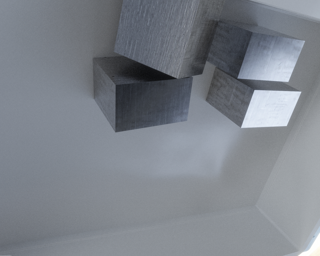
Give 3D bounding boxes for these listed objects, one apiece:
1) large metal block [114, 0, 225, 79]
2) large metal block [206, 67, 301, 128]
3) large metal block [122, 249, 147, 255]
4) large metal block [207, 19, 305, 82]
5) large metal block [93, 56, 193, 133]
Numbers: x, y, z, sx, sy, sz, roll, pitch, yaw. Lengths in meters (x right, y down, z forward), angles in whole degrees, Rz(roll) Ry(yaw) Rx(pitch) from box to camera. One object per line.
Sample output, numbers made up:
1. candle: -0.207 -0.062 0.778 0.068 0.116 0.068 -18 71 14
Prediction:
1. large metal block: 0.008 -0.103 0.306 0.050 0.080 0.079 -22 134 -54
2. large metal block: 0.122 -0.042 0.416 0.081 0.080 0.050 -2 119 -28
3. large metal block: -0.047 0.267 0.537 0.080 0.050 0.080 -47 130 5
4. large metal block: 0.108 -0.096 0.375 0.081 0.080 0.050 -1 119 -28
5. large metal block: -0.022 -0.042 0.336 0.081 0.080 0.050 -9 123 -24
